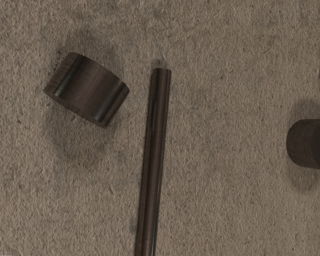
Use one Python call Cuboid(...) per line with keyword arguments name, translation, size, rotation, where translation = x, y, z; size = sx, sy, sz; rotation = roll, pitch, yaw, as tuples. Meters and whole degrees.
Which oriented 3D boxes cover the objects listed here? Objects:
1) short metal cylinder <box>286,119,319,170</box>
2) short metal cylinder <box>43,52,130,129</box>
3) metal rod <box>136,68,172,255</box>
Cuboid(name="short metal cylinder", translation=(0.250, 0.025, 0.491), size=(0.081, 0.050, 0.079), rotation=(0, 90, -21))
Cuboid(name="short metal cylinder", translation=(-0.082, -0.041, 0.350), size=(0.080, 0.080, 0.050), rotation=(33, 79, -18))
Cuboid(name="metal rod", translation=(-0.010, 0.072, 0.406), size=(0.025, 0.025, 0.298), rotation=(6, 88, -20))
